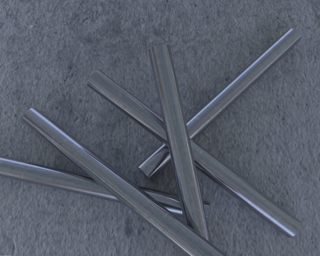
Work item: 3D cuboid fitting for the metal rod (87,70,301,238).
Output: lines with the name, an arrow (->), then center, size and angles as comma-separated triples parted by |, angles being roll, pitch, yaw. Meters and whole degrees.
metal rod -> 0.038, 0.029, 0.374 | 0.300, 0.025, 0.025 | 37, 74, 3

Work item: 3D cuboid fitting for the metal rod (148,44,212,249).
metal rod -> 0.029, 0.054, 0.346 | 0.025, 0.025, 0.298 | -11, 86, -5

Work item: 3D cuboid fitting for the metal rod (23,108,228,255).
metal rod -> -0.055, 0.061, 0.358 | 0.300, 0.025, 0.025 | 33, 73, 21

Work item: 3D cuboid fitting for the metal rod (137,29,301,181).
metal rod -> 0.089, -0.040, 0.423 | 0.301, 0.025, 0.025 | -42, 76, -14

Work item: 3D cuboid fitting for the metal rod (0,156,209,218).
metal rod -> -0.091, 0.070, 0.381 | 0.302, 0.025, 0.025 | 12, 71, 4
